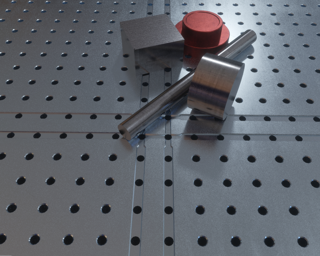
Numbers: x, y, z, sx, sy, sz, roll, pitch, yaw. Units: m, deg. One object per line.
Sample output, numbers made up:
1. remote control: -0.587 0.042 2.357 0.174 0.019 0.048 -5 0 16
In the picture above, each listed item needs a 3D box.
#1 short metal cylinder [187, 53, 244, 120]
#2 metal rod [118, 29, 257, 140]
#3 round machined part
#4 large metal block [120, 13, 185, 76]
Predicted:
1. short metal cylinder: 0.076 -0.056 0.420 0.050 0.080 0.080 21 53 17
2. metal rod: 0.057 -0.078 0.473 0.025 0.025 0.302 36 58 26
3. round machined part: 0.072 -0.169 0.539 0.099 0.042 0.098 0 50 0
4. large metal block: -0.014 -0.138 0.507 0.081 0.050 0.080 -15 52 -13
